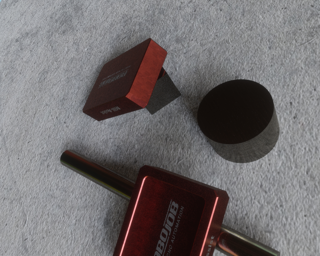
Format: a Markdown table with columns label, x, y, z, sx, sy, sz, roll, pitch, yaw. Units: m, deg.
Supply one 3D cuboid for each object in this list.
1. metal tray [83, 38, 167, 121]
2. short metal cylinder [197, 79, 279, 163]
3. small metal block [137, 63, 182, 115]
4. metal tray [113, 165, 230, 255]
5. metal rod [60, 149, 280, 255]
| label | x | y | z | sx | sy | sz | roll | pitch | yaw |
| --- | --- | --- | --- | --- | --- | --- | --- | --- | --- |
| metal tray | -0.053 | -0.063 | 0.432 | 0.130 | 0.030 | 0.090 | -11 | 53 | 51 |
| short metal cylinder | 0.088 | -0.007 | 0.346 | 0.080 | 0.050 | 0.080 | -13 | 56 | 20 |
| small metal block | -0.006 | -0.052 | 0.422 | 0.050 | 0.050 | 0.025 | -34 | 52 | 5 |
| metal tray | 0.005 | 0.111 | 0.304 | 0.090 | 0.030 | 0.129 | 15 | 86 | 34 |
| metal rod | -0.015 | 0.082 | 0.360 | 0.300 | 0.025 | 0.025 | 19 | 72 | 34 |
